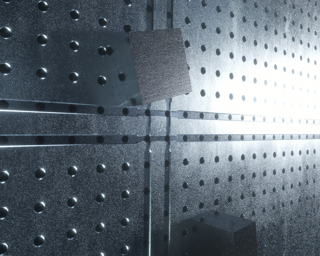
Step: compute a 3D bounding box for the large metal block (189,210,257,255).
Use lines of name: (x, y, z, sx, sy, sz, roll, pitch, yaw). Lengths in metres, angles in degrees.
large metal block: (0.091, 0.172, 0.449, 0.050, 0.080, 0.080, -7, 95, -40)

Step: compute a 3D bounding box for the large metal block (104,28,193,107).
large metal block: (-0.013, -0.074, 0.381, 0.081, 0.050, 0.080, -19, 102, -38)
